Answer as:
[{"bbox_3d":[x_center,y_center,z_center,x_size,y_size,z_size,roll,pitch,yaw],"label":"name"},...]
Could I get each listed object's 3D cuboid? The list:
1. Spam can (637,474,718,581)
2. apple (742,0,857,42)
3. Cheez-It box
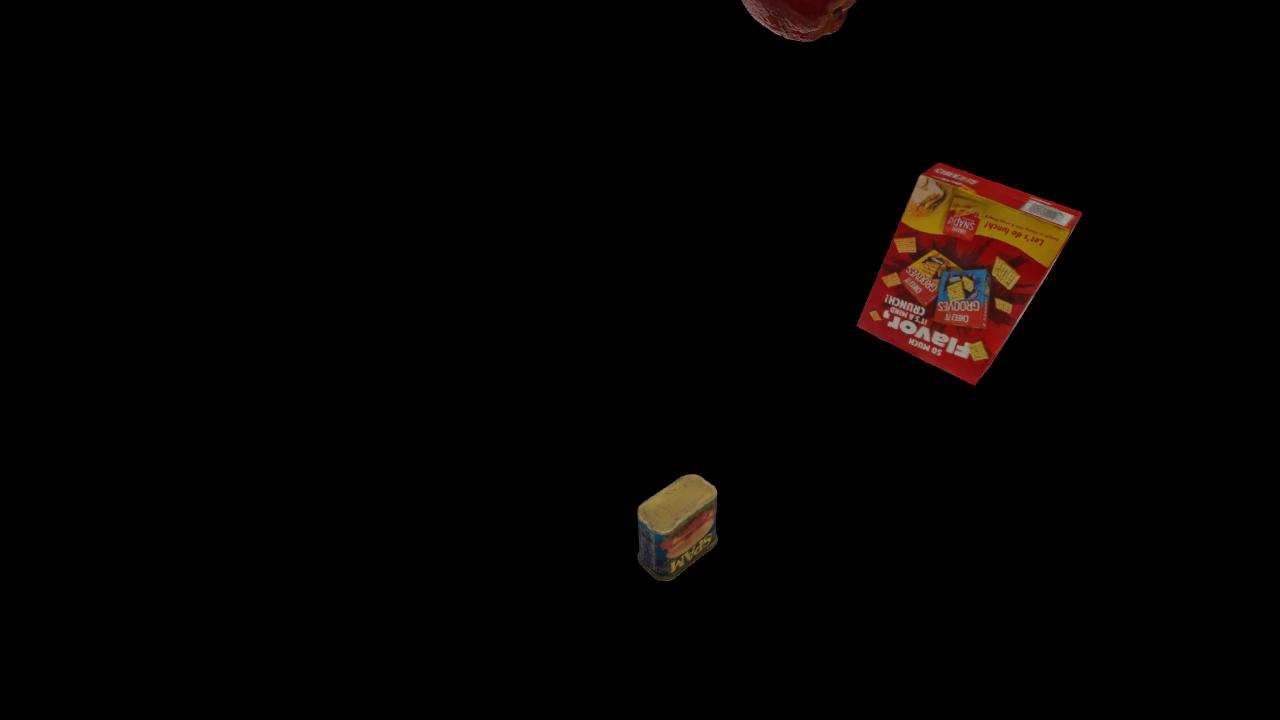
[{"bbox_3d":[0.045,0.194,0.724,0.101,0.085,0.058,-28,41,-32],"label":"Spam can"},{"bbox_3d":[0.106,-0.267,0.421,0.079,0.093,0.079,-31,-13,-8],"label":"apple"},{"bbox_3d":[0.384,-0.101,0.744,0.166,0.223,0.071,33,46,28],"label":"Cheez-It box"}]
